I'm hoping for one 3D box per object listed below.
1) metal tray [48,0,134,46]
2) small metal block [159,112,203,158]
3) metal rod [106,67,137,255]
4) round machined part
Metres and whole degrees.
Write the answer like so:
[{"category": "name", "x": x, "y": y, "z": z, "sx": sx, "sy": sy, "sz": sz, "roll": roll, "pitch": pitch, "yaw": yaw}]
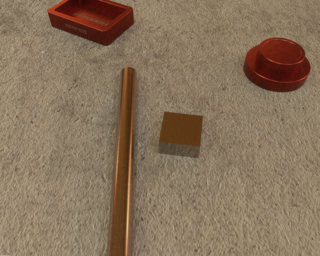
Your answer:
[{"category": "metal tray", "x": -0.125, "y": -0.204, "z": 0.569, "sx": 0.130, "sy": 0.030, "sz": 0.090, "roll": 24, "pitch": 54, "yaw": 18}, {"category": "small metal block", "x": 0.027, "y": 0.008, "z": 0.397, "sx": 0.050, "sy": 0.025, "sz": 0.050, "roll": 7, "pitch": 50, "yaw": 5}, {"category": "metal rod", "x": -0.043, "y": 0.032, "z": 0.375, "sx": 0.025, "sy": 0.025, "sz": 0.300, "roll": -1, "pitch": 50, "yaw": -1}, {"category": "round machined part", "x": 0.184, "y": -0.104, "z": 0.482, "sx": 0.099, "sy": 0.042, "sz": 0.098, "roll": 0, "pitch": 50, "yaw": 0}]
